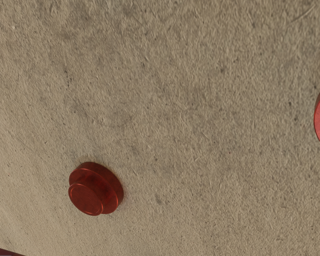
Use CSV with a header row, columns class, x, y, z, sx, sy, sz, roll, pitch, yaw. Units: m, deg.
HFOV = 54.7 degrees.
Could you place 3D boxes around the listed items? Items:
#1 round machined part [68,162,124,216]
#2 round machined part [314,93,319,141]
class,x,y,z,sx,sy,sz,roll,pitch,yaw
round machined part,-0.114,0.109,0.524,0.098,0.042,0.097,13,124,21
round machined part,0.196,-0.015,0.283,0.098,0.042,0.097,13,124,21
